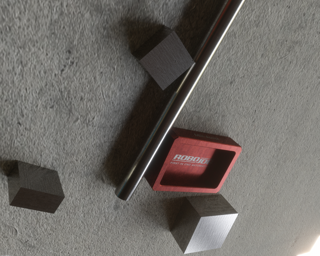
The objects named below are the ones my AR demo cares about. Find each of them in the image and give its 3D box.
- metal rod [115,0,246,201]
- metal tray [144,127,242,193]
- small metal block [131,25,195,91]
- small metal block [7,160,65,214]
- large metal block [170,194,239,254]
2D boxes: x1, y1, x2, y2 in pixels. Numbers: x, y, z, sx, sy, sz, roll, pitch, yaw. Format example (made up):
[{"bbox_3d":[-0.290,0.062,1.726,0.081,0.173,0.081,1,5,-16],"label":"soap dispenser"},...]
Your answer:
[{"bbox_3d":[0.019,-0.031,0.399,0.025,0.025,0.298,19,109,-36],"label":"metal rod"},{"bbox_3d":[0.051,0.052,0.465,0.131,0.030,0.089,10,113,-33],"label":"metal tray"},{"bbox_3d":[0.004,-0.081,0.360,0.050,0.025,0.050,-42,130,0],"label":"small metal block"},{"bbox_3d":[-0.143,0.067,0.355,0.050,0.050,0.025,26,104,-38],"label":"small metal block"},{"bbox_3d":[0.075,0.164,0.536,0.081,0.050,0.079,5,116,-31],"label":"large metal block"}]
